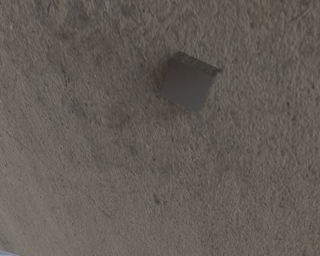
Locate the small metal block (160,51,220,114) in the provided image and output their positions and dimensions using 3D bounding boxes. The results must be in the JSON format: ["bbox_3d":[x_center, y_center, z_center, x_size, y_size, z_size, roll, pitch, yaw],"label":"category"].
[{"bbox_3d":[0.033,-0.052,0.356,0.050,0.025,0.050,28,128,10],"label":"small metal block"}]
